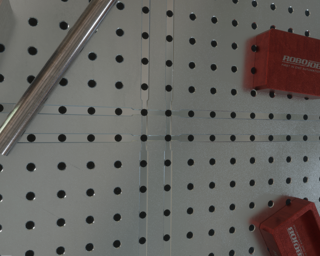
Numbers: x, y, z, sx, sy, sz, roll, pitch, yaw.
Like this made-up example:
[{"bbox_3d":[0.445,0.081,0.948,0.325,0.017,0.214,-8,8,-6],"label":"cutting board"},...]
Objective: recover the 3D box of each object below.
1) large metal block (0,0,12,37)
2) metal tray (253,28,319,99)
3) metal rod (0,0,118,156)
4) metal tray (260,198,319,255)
[{"bbox_3d":[-0.213,-0.114,0.321,0.081,0.050,0.080,19,84,-19],"label":"large metal block"},{"bbox_3d":[0.213,-0.098,0.488,0.131,0.030,0.089,5,88,-20],"label":"metal tray"},{"bbox_3d":[-0.105,-0.101,0.373,0.025,0.025,0.300,35,79,-17],"label":"metal rod"},{"bbox_3d":[0.223,0.190,0.492,0.091,0.030,0.129,-28,99,-18],"label":"metal tray"}]
